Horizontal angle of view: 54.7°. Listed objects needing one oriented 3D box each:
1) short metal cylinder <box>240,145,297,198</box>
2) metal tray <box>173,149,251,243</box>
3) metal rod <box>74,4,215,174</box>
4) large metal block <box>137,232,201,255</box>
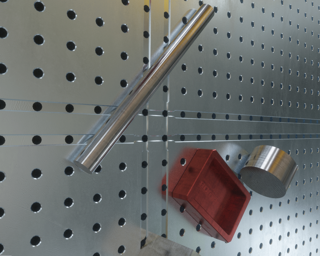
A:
[{"bbox_3d":[0.186,0.075,0.533,0.050,0.080,0.080,-50,120,-28],"label":"short metal cylinder"},{"bbox_3d":[0.085,0.105,0.479,0.130,0.030,0.090,49,61,-29],"label":"metal tray"},{"bbox_3d":[-0.007,-0.067,0.405,0.025,0.025,0.301,51,60,-29],"label":"metal rod"},{"bbox_3d":[0.025,0.184,0.397,0.080,0.080,0.050,46,62,-31],"label":"large metal block"}]
